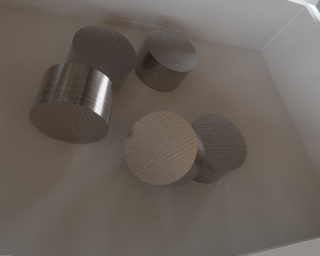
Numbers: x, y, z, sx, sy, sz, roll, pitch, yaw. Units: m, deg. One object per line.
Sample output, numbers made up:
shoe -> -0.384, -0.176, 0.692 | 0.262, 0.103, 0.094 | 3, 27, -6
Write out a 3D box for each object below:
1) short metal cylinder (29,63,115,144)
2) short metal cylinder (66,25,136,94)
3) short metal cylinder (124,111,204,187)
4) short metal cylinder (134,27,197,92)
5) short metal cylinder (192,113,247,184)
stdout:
short metal cylinder -> -0.092, -0.024, 0.336 | 0.081, 0.080, 0.050 | 17, 55, -19
short metal cylinder -> -0.077, -0.085, 0.401 | 0.081, 0.050, 0.080 | 14, 56, -21
short metal cylinder -> 0.007, 0.026, 0.352 | 0.080, 0.050, 0.080 | -4, 75, 15
short metal cylinder -> 0.007, -0.100, 0.456 | 0.081, 0.050, 0.080 | 14, 56, -21
short metal cylinder -> 0.066, 0.028, 0.410 | 0.081, 0.050, 0.080 | 14, 56, -21
